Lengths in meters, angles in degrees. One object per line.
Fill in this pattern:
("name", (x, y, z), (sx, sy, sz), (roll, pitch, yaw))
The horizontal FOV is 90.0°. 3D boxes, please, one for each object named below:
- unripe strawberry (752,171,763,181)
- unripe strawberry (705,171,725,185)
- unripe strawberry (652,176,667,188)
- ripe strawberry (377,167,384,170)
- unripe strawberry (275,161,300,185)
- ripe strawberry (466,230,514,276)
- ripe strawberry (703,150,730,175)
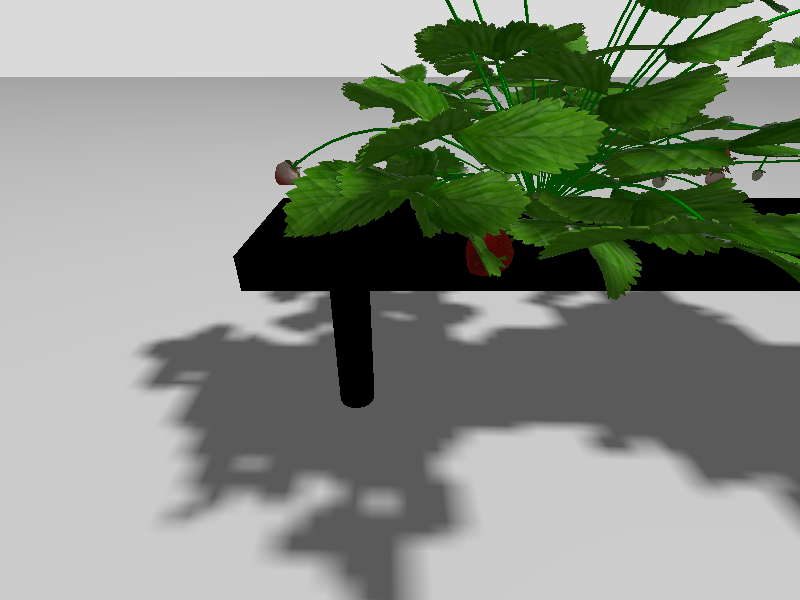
("unripe strawberry", (0.407, -0.142, 0.457), (0.010, 0.011, 0.011), (19, 36, 29))
("unripe strawberry", (0.357, -0.136, 0.454), (0.019, 0.020, 0.018), (-30, 38, -10))
("unripe strawberry", (0.293, -0.134, 0.453), (0.013, 0.014, 0.015), (-18, 35, -28))
("ripe strawberry", (-0.029, -0.103, 0.374), (0.041, 0.041, 0.046), (4, 31, 8))
("unripe strawberry", (-0.127, -0.141, 0.452), (0.028, 0.027, 0.031), (-27, 14, 36))
("ripe strawberry", (0.057, -0.030, 0.262), (0.031, 0.033, 0.034), (18, 36, 27))
("ripe strawberry", (0.386, -0.173, 0.497), (0.034, 0.036, 0.031), (24, 38, 35))
